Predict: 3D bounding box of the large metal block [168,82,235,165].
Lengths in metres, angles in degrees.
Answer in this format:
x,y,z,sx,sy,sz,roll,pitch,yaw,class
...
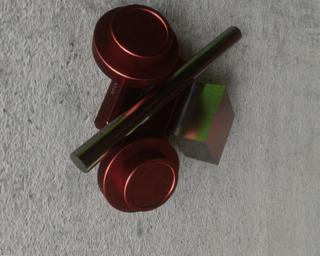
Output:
x,y,z,sx,sy,sz,roll,pitch,yaw,class
0.060,-0.005,0.421,0.080,0.050,0.080,-67,151,-19,large metal block

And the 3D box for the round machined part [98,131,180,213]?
x,y,z,sx,sy,sz,roll,pitch,yaw,class
-0.018,0.056,0.358,0.099,0.042,0.097,-13,117,-27,round machined part

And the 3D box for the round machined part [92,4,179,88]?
x,y,z,sx,sy,sz,roll,pitch,yaw,class
-0.024,-0.098,0.348,0.099,0.042,0.098,6,69,-16,round machined part

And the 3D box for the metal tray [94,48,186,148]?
x,y,z,sx,sy,sz,roll,pitch,yaw,class
-0.016,-0.042,0.389,0.090,0.030,0.130,31,71,-36,metal tray

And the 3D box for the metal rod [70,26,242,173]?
x,y,z,sx,sy,sz,roll,pitch,yaw,class
0.015,-0.052,0.380,0.302,0.025,0.025,-43,116,-32,metal rod
